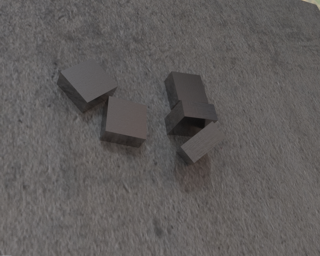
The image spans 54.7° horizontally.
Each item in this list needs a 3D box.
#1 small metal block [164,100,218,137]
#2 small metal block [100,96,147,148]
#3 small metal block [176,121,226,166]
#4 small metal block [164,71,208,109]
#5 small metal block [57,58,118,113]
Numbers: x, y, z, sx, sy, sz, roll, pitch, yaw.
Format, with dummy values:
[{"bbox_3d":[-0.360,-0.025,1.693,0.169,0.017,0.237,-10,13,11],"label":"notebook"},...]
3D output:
[{"bbox_3d":[0.041,-0.011,0.419,0.050,0.050,0.025,6,59,-26],"label":"small metal block"},{"bbox_3d":[-0.045,-0.007,0.385,0.050,0.025,0.050,13,56,-21],"label":"small metal block"},{"bbox_3d":[0.050,0.021,0.392,0.050,0.050,0.025,-38,83,-10],"label":"small metal block"},{"bbox_3d":[0.038,-0.054,0.459,0.050,0.025,0.050,3,61,-27],"label":"small metal block"},{"bbox_3d":[-0.091,-0.054,0.389,0.050,0.025,0.050,48,51,5],"label":"small metal block"}]
